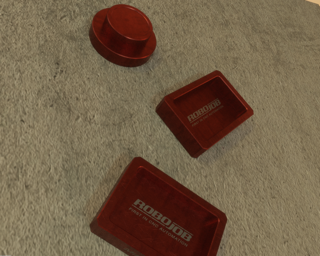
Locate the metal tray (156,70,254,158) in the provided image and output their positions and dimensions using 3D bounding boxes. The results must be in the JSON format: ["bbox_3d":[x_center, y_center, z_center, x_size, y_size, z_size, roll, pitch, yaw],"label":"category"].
[{"bbox_3d":[0.069,-0.025,0.452,0.131,0.030,0.090,-31,79,-38],"label":"metal tray"}]

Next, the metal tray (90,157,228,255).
[{"bbox_3d":[0.003,0.103,0.339,0.130,0.030,0.090,35,51,-5],"label":"metal tray"}]

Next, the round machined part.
[{"bbox_3d":[-0.050,-0.141,0.452,0.099,0.042,0.098,14,56,-21],"label":"round machined part"}]
